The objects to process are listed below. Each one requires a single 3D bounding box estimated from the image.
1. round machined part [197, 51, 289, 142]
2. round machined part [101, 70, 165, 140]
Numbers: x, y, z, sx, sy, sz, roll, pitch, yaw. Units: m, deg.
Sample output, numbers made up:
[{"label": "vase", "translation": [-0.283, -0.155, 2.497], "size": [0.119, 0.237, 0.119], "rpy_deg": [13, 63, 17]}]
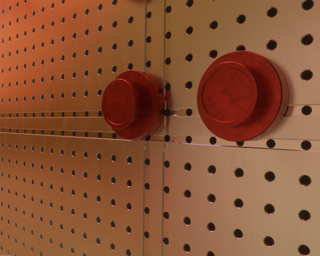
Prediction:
[{"label": "round machined part", "translation": [0.080, -0.034, 0.331], "size": [0.098, 0.042, 0.097], "rpy_deg": [0, 90, 39]}, {"label": "round machined part", "translation": [-0.044, -0.033, 0.432], "size": [0.098, 0.042, 0.097], "rpy_deg": [0, 90, 39]}]
